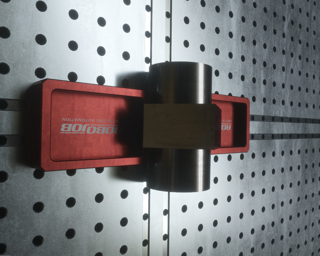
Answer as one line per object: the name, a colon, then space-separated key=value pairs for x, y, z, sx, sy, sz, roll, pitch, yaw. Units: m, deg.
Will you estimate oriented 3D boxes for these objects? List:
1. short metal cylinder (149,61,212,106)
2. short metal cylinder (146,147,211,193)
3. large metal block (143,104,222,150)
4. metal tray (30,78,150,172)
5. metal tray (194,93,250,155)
short metal cylinder: x=0.025 y=-0.051 z=0.394 sx=0.081 sy=0.080 sz=0.050 roll=2 pitch=89 yaw=-40
short metal cylinder: x=0.023 y=0.049 z=0.393 sx=0.081 sy=0.080 sz=0.050 roll=2 pitch=89 yaw=-40
large metal block: x=0.031 y=-0.001 z=0.380 sx=0.080 sy=0.080 sz=0.050 roll=7 pitch=85 yaw=-74
metal tray: x=-0.072 y=-0.002 z=0.345 sx=0.131 sy=0.030 sz=0.089 roll=1 pitch=89 yaw=-40
metal tray: x=0.089 y=-0.006 z=0.480 sx=0.131 sy=0.030 sz=0.089 roll=1 pitch=89 yaw=-40
